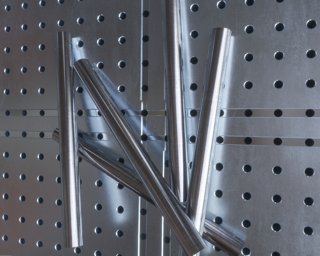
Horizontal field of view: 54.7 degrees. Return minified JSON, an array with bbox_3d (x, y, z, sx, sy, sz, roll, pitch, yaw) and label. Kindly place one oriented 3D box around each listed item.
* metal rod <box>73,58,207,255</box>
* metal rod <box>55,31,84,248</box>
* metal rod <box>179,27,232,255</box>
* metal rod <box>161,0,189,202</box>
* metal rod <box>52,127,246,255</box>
[{"bbox_3d":[-0.037,0.022,0.395,0.025,0.025,0.299,-41,66,15],"label":"metal rod"},{"bbox_3d":[-0.128,0.007,0.431,0.025,0.025,0.299,-11,77,19],"label":"metal rod"},{"bbox_3d":[0.054,0.027,0.376,0.025,0.025,0.298,7,86,19],"label":"metal rod"},{"bbox_3d":[0.019,-0.058,0.398,0.025,0.025,0.298,-4,86,19],"label":"metal rod"},{"bbox_3d":[-0.027,0.078,0.421,0.301,0.025,0.025,30,100,17],"label":"metal rod"}]
